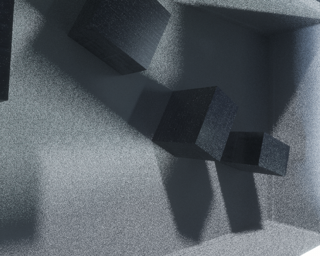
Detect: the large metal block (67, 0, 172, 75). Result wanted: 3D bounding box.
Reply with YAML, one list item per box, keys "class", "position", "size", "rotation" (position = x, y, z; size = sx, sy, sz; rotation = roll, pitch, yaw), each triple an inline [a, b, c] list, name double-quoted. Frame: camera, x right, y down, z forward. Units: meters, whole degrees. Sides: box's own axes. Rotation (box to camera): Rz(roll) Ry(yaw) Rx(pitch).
- class: "large metal block"
  position: [-0.044, -0.119, 0.355]
  size: [0.080, 0.050, 0.080]
  rotation: [34, 69, -35]

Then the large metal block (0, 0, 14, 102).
- class: "large metal block"
  position: [-0.154, -0.061, 0.242]
  size: [0.050, 0.080, 0.080]
  rotation: [4, 88, -40]

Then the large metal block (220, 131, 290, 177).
- class: "large metal block"
  position: [0.148, 0.041, 0.498]
  size: [0.080, 0.080, 0.050]
  rotation: [22, 76, -38]

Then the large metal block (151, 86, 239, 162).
- class: "large metal block"
  position: [0.046, -0.005, 0.412]
  size: [0.050, 0.080, 0.080]
  rotation: [36, 68, -35]
